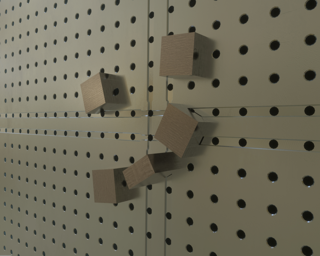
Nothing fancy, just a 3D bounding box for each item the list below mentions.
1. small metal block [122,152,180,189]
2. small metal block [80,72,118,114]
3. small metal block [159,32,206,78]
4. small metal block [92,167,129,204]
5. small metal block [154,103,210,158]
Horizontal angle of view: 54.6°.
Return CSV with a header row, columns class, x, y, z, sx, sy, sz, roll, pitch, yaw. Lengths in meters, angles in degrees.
class,x,y,z,sx,sy,sz,roll,pitch,yaw
small metal block,-0.011,0.055,0.403,0.050,0.050,0.025,-37,68,34
small metal block,-0.097,-0.054,0.491,0.050,0.025,0.050,-22,76,38
small metal block,0.028,-0.089,0.387,0.050,0.025,0.050,6,94,40
small metal block,-0.076,0.087,0.474,0.050,0.025,0.050,-9,84,39
small metal block,0.026,0.002,0.389,0.050,0.025,0.050,36,112,34
